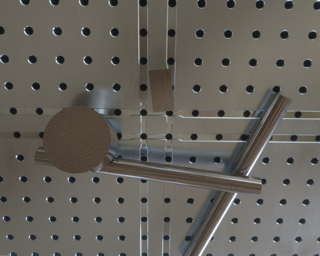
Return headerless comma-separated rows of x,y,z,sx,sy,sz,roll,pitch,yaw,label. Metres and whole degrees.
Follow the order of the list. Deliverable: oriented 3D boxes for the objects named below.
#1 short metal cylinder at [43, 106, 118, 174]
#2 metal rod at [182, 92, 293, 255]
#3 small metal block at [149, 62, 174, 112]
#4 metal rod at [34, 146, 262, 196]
-0.097,0.016,0.388,0.080,0.050,0.080,0,82,2,short metal cylinder
0.102,0.087,0.446,0.025,0.025,0.298,22,109,-8,metal rod
0.002,-0.051,0.381,0.025,0.050,0.050,-5,110,2,small metal block
-0.017,0.058,0.419,0.302,0.025,0.025,8,110,2,metal rod
